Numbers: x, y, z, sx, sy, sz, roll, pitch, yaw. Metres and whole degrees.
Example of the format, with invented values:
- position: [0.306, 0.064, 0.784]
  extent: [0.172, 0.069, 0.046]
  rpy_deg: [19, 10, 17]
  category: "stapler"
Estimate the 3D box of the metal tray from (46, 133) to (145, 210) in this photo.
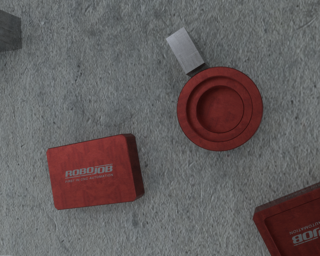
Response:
- position: [-0.093, 0.063, 0.439]
  extent: [0.130, 0.030, 0.089]
  rpy_deg: [-11, 86, 19]
  category: "metal tray"

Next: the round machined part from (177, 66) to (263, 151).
- position: [0.073, -0.022, 0.374]
  extent: [0.098, 0.042, 0.097]
  rpy_deg: [0, 90, 20]
  category: "round machined part"

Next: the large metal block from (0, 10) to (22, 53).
- position: [-0.276, -0.151, 0.477]
  extent: [0.080, 0.080, 0.050]
  rpy_deg: [-3, 89, 20]
  category: "large metal block"

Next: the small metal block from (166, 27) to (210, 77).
- position: [0.037, -0.090, 0.382]
  extent: [0.025, 0.050, 0.050]
  rpy_deg: [-31, 80, 17]
  category: "small metal block"

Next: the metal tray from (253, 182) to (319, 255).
- position: [0.182, 0.110, 0.341]
  extent: [0.130, 0.030, 0.090]
  rpy_deg: [-28, 81, 17]
  category: "metal tray"
